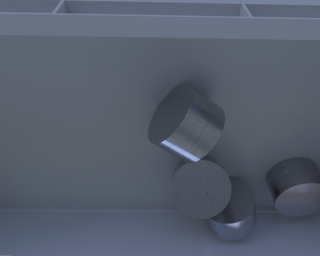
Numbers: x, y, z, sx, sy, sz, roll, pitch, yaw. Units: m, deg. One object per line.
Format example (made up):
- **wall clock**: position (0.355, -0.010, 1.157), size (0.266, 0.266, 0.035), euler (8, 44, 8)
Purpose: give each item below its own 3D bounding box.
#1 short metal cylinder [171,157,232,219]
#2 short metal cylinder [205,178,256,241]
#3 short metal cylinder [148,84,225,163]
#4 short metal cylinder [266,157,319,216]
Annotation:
- **short metal cylinder**: position (0.056, 0.081, 0.437), size (0.080, 0.050, 0.079), euler (0, 92, 3)
- **short metal cylinder**: position (0.107, 0.125, 0.480), size (0.080, 0.080, 0.050), euler (-11, 131, 8)
- **short metal cylinder**: position (0.030, -0.005, 0.369), size (0.050, 0.080, 0.080), euler (31, 123, -24)
- **short metal cylinder**: position (0.210, 0.090, 0.473), size (0.081, 0.050, 0.079), euler (0, 130, 0)
